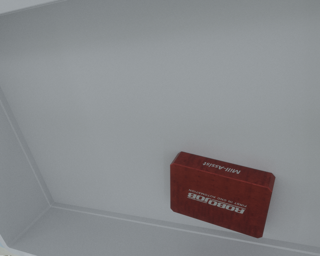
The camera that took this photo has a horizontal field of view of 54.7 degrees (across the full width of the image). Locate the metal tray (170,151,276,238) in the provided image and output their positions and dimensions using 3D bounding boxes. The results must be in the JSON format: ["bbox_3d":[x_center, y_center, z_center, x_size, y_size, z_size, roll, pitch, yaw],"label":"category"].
[{"bbox_3d":[0.080,0.089,0.419,0.130,0.030,0.089,12,124,21],"label":"metal tray"}]
